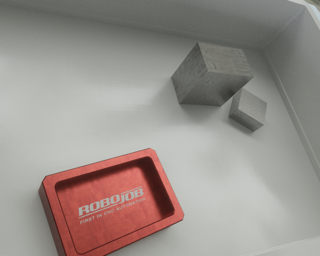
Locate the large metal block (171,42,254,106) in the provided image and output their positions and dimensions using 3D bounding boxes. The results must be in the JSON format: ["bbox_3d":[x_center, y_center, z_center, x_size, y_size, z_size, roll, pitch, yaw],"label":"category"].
[{"bbox_3d":[0.075,-0.076,0.459,0.081,0.080,0.050,1,62,-28],"label":"large metal block"}]

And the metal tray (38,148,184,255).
[{"bbox_3d":[-0.048,0.080,0.328,0.131,0.030,0.090,-13,69,-34],"label":"metal tray"}]

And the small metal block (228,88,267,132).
[{"bbox_3d":[0.144,-0.030,0.504,0.050,0.025,0.050,30,52,-10],"label":"small metal block"}]
